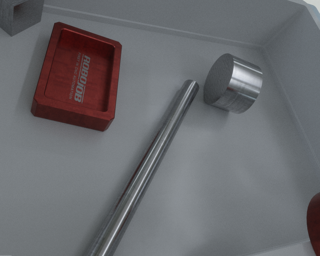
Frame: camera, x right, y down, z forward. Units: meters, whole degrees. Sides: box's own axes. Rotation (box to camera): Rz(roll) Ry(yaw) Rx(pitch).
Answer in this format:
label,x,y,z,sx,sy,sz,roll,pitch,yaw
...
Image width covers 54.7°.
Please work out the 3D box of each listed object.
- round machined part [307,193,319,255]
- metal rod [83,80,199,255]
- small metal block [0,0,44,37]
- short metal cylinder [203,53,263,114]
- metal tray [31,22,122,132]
label,x,y,z,sx,sy,sz,roll,pitch,yaw
round machined part,0.191,0.100,0.288,0.099,0.042,0.098,14,56,-21
metal rod,-0.011,0.038,0.377,0.025,0.025,0.301,35,51,-6
small metal block,-0.175,-0.150,0.388,0.025,0.050,0.050,40,51,-2
short metal cylinder,0.109,-0.067,0.472,0.050,0.080,0.080,18,55,-19
metal tray,-0.100,-0.066,0.389,0.091,0.030,0.130,14,56,-21
